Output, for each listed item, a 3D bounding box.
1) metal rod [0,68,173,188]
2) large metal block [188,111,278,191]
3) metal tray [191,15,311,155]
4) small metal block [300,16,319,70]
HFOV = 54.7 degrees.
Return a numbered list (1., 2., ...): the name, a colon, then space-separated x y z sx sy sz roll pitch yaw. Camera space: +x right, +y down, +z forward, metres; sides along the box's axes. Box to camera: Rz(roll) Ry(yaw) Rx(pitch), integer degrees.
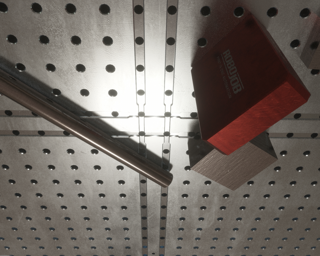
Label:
1. metal rod: -0.099 0.005 0.414 0.301 0.025 0.025 35 122 -26
2. large metal block: 0.096 0.031 0.424 0.080 0.050 0.080 29 124 -23
3. metal tray: 0.077 -0.047 0.304 0.030 0.130 0.090 35 122 -26
4. small metal block: 0.191 -0.091 0.337 0.050 0.025 0.050 4 130 -4
